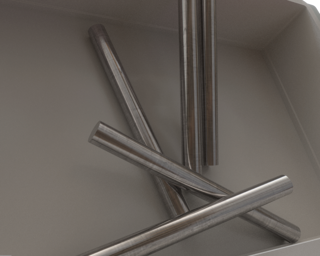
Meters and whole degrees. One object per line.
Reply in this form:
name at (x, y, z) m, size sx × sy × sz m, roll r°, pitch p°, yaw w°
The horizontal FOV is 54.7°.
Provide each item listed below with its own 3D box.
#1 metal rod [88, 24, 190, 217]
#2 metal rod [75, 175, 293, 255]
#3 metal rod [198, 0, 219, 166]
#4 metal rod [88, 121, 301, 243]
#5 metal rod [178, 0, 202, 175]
metal rod at (-0.029, -0.011, 0.398) m, size 0.025 × 0.025 × 0.299 m, roll -13°, pitch 69°, yaw -34°
metal rod at (0.020, 0.104, 0.321) m, size 0.303 × 0.025 × 0.025 m, roll -14°, pitch 69°, yaw -24°
metal rod at (0.065, -0.100, 0.420) m, size 0.025 × 0.025 × 0.298 m, roll 0°, pitch 88°, yaw -29°
metal rod at (0.056, 0.073, 0.367) m, size 0.301 × 0.025 × 0.025 m, roll 30°, pitch 51°, yaw -20°
metal rod at (0.038, -0.077, 0.398) m, size 0.025 × 0.025 × 0.298 m, roll 1°, pitch 85°, yaw -28°
